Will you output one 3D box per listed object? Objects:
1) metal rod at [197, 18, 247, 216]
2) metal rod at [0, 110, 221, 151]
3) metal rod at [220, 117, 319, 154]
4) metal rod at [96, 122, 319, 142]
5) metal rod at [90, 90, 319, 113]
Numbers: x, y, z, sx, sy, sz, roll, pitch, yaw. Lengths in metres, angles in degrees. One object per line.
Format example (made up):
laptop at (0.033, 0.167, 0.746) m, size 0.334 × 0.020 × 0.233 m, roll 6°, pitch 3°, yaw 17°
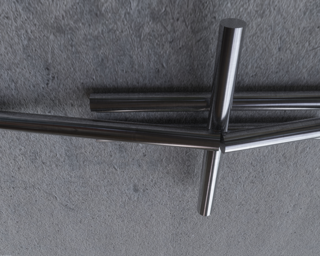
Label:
metal rod at (0.070, 0.014, 0.389) m, size 0.025 × 0.025 × 0.298 m, roll 0°, pitch 130°, yaw 0°
metal rod at (-0.080, 0.001, 0.375) m, size 0.302 × 0.025 × 0.025 m, roll 5°, pitch 131°, yaw 7°
metal rod at (0.220, -0.005, 0.375) m, size 0.302 × 0.025 × 0.025 m, roll -9°, pitch 131°, yaw -6°
metal rod at (0.067, 0.005, 0.413) m, size 0.302 × 0.025 × 0.025 m, roll -1°, pitch 130°, yaw 0°
metal rod at (0.067, -0.033, 0.381) m, size 0.302 × 0.025 × 0.025 m, roll -1°, pitch 130°, yaw 0°
